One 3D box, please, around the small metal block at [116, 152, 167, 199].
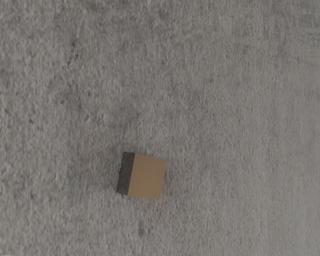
[{"bbox_3d":[-0.022,0.059,0.385,0.050,0.025,0.050,16,80,-39],"label":"small metal block"}]
